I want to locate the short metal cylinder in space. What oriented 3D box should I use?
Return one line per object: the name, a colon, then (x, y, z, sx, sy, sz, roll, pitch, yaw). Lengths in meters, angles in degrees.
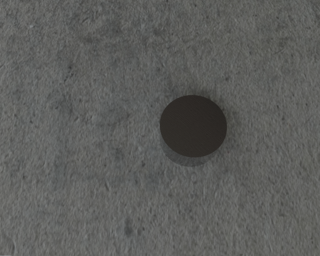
short metal cylinder: (0.040, 0.005, 0.394, 0.081, 0.050, 0.080, 0, 70, 0)
